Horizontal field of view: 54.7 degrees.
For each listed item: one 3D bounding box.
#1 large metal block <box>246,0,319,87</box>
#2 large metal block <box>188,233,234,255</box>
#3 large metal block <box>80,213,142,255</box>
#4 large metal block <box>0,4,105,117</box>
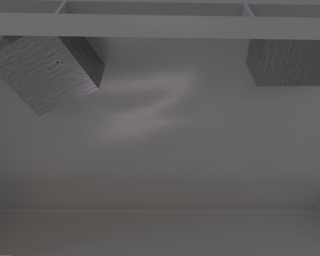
[{"bbox_3d":[0.140,-0.090,0.317,0.080,0.050,0.079,-1,130,0],"label":"large metal block"},{"bbox_3d":[0.098,0.252,0.611,0.080,0.050,0.080,-4,130,3],"label":"large metal block"},{"bbox_3d":[-0.091,0.211,0.574,0.080,0.050,0.080,26,125,-21],"label":"large metal block"},{"bbox_3d":[-0.118,-0.070,0.332,0.080,0.050,0.080,-22,127,17],"label":"large metal block"}]
